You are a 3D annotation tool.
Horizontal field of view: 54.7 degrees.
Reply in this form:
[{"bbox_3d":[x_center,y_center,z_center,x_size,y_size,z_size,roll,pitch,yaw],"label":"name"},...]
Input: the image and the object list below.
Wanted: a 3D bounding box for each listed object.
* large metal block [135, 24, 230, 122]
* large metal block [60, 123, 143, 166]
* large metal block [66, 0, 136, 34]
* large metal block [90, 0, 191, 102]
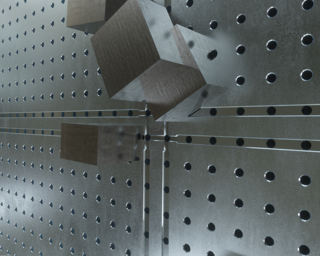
[{"bbox_3d":[0.022,-0.062,0.373,0.080,0.050,0.080,-35,69,34],"label":"large metal block"},{"bbox_3d":[-0.082,0.020,0.439,0.080,0.081,0.050,4,93,39],"label":"large metal block"},{"bbox_3d":[-0.070,-0.160,0.429,0.080,0.081,0.050,8,95,39],"label":"large metal block"},{"bbox_3d":[-0.024,-0.085,0.346,0.080,0.050,0.080,-31,71,35],"label":"large metal block"}]
